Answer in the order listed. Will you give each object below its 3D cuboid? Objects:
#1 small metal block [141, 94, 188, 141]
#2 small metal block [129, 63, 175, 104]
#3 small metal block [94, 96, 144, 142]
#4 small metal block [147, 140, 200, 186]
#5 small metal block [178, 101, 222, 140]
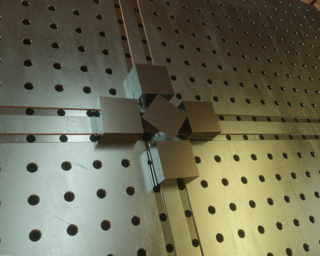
[{"bbox_3d":[0.002,-0.010,0.416,0.050,0.025,0.050,36,51,-5],"label":"small metal block"},{"bbox_3d":[-0.012,-0.062,0.441,0.050,0.025,0.050,-1,62,-29],"label":"small metal block"},{"bbox_3d":[-0.052,-0.010,0.387,0.050,0.025,0.050,1,61,-28],"label":"small metal block"},{"bbox_3d":[0.017,0.043,0.392,0.050,0.025,0.050,0,62,-29],"label":"small metal block"},{"bbox_3d":[0.055,-0.011,0.446,0.050,0.025,0.050,0,62,-29],"label":"small metal block"}]
